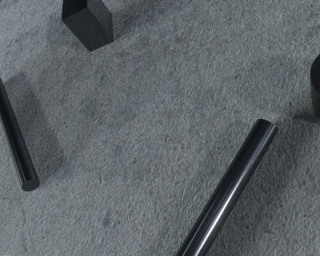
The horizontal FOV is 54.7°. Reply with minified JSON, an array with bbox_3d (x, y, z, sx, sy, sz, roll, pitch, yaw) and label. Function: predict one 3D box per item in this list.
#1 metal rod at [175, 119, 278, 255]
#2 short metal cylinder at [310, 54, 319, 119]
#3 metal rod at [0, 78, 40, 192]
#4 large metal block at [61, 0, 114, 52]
[{"bbox_3d":[0.036,0.118,0.311,0.025,0.025,0.300,25,75,36],"label":"metal rod"},{"bbox_3d":[0.196,-0.043,0.311,0.080,0.050,0.080,-13,56,20],"label":"short metal cylinder"},{"bbox_3d":[-0.262,-0.006,0.542,0.025,0.025,0.300,-41,51,0],"label":"metal rod"},{"bbox_3d":[-0.128,-0.199,0.555,0.050,0.080,0.080,-20,54,16],"label":"large metal block"}]
